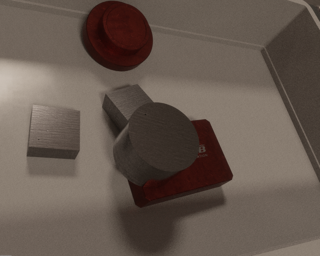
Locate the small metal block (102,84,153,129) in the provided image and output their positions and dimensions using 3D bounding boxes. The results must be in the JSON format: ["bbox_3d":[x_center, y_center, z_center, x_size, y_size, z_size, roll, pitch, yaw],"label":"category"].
[{"bbox_3d":[-0.037,-0.025,0.396,0.050,0.025,0.050,-24,63,-37],"label":"small metal block"}]

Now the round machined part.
[{"bbox_3d":[-0.053,-0.132,0.431,0.099,0.042,0.098,6,77,-27],"label":"round machined part"}]

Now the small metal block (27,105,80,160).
[{"bbox_3d":[-0.116,0.005,0.341,0.050,0.025,0.050,7,59,-25],"label":"small metal block"}]

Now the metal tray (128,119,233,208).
[{"bbox_3d":[0.020,0.040,0.391,0.131,0.030,0.090,-7,65,-32],"label":"metal tray"}]

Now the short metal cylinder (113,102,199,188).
[{"bbox_3d":[-0.005,0.019,0.338,0.081,0.050,0.080,14,56,-21],"label":"short metal cylinder"}]
